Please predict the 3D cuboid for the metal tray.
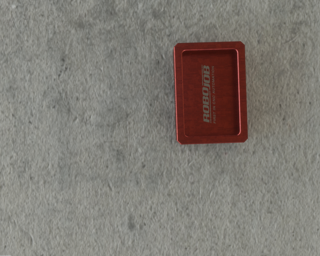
[{"bbox_3d":[0.065,-0.045,0.408,0.091,0.030,0.129,-2,90,-1],"label":"metal tray"}]
